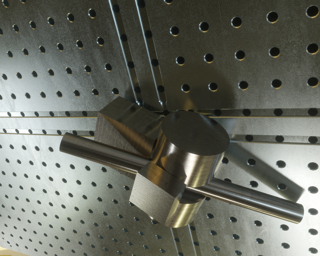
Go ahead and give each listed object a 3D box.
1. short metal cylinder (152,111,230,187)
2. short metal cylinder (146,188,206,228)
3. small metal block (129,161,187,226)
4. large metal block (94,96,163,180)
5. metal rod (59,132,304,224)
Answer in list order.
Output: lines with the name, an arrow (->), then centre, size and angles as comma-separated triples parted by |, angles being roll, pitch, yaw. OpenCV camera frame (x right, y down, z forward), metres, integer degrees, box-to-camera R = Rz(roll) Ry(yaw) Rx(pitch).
short metal cylinder -> 0.035, 0.023, 0.367 | 0.080, 0.080, 0.050 | 25, 127, 13
short metal cylinder -> 0.019, 0.083, 0.412 | 0.080, 0.080, 0.050 | 27, 128, 11
small metal block -> -0.003, 0.074, 0.352 | 0.050, 0.025, 0.050 | 31, 129, 18
large metal block -> -0.040, 0.016, 0.419 | 0.080, 0.050, 0.079 | 26, 128, 12
metal rod -> 0.027, 0.061, 0.379 | 0.302, 0.025, 0.025 | 17, 127, -1
